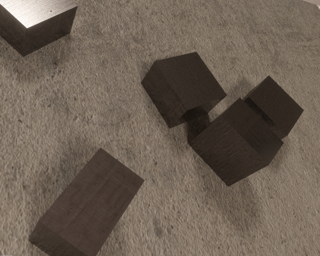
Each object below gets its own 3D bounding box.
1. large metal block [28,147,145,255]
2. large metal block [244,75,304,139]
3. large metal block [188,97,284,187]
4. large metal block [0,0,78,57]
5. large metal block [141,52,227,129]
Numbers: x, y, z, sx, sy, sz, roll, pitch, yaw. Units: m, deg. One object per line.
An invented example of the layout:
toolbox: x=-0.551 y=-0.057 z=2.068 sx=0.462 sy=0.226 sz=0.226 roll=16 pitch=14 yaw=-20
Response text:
large metal block: x=-0.069 y=0.077 z=0.286 sx=0.050 sy=0.080 sz=0.080 roll=38 pitch=51 yaw=-3
large metal block: x=0.172 y=-0.026 z=0.499 sx=0.080 sy=0.050 sz=0.080 roll=47 pitch=51 yaw=4
large metal block: x=0.098 y=0.020 z=0.411 sx=0.080 sy=0.080 sz=0.050 roll=47 pitch=51 yaw=4
large metal block: x=-0.167 y=-0.149 z=0.389 sx=0.080 sy=0.050 sz=0.080 roll=43 pitch=51 yaw=1
large metal block: x=0.034 y=-0.056 z=0.442 sx=0.081 sy=0.050 sz=0.080 roll=-22 pitch=74 yaw=-36
